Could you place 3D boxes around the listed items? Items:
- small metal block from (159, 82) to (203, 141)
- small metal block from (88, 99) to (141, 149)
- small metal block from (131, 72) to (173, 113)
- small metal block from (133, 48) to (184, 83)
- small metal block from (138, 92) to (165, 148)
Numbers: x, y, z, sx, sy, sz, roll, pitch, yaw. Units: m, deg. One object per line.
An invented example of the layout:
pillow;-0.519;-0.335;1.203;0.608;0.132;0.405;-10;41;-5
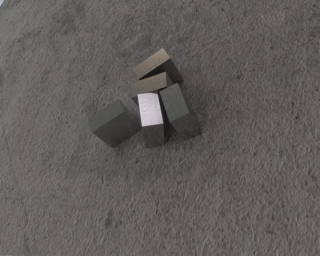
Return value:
small metal block;0.027;-0.020;0.386;0.025;0.050;0.050;-26;53;12
small metal block;-0.061;-0.005;0.423;0.050;0.050;0.025;-33;52;7
small metal block;-0.005;-0.043;0.417;0.050;0.050;0.025;-15;55;20
small metal block;-0.001;-0.075;0.435;0.050;0.050;0.025;-33;52;6
small metal block;-0.011;-0.010;0.396;0.025;0.050;0.050;-8;55;-3
